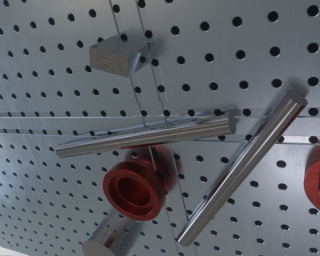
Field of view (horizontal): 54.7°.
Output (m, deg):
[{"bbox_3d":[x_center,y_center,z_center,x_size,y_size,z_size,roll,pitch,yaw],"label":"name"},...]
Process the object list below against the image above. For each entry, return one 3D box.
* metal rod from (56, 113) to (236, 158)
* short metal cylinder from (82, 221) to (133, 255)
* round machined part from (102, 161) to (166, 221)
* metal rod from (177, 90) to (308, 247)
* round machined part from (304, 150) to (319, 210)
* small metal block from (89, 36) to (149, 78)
[{"bbox_3d":[-0.040,0.017,0.442,0.300,0.025,0.025,-10,113,32],"label":"metal rod"},{"bbox_3d":[-0.099,0.224,0.586,0.080,0.050,0.079,13,124,21],"label":"short metal cylinder"},{"bbox_3d":[-0.035,0.091,0.475,0.098,0.042,0.097,13,124,21],"label":"round machined part"},{"bbox_3d":[0.090,0.075,0.409,0.025,0.025,0.298,31,129,8],"label":"metal rod"},{"bbox_3d":[0.208,0.066,0.331,0.098,0.042,0.097,13,124,21],"label":"round machined part"},{"bbox_3d":[-0.048,-0.086,0.367,0.050,0.050,0.025,18,125,18],"label":"small metal block"}]
